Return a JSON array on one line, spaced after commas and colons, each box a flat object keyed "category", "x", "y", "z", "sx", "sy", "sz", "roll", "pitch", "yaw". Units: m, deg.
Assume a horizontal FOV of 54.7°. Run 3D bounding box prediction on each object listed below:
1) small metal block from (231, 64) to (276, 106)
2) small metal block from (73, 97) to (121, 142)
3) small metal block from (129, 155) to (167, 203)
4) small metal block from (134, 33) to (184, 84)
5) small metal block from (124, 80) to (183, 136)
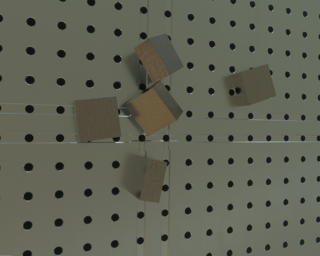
[{"category": "small metal block", "x": 0.141, "y": -0.064, "z": 0.466, "sx": 0.050, "sy": 0.025, "sz": 0.050, "roll": -19, "pitch": 97, "yaw": -19}, {"category": "small metal block", "x": -0.078, "y": -0.011, "z": 0.384, "sx": 0.050, "sy": 0.025, "sz": 0.050, "roll": -8, "pitch": 93, "yaw": -20}, {"category": "small metal block", "x": -0.016, "y": 0.063, "z": 0.394, "sx": 0.025, "sy": 0.050, "sz": 0.050, "roll": 13, "pitch": 86, "yaw": -20}, {"category": "small metal block", "x": 0.000, "y": -0.090, "z": 0.399, "sx": 0.050, "sy": 0.025, "sz": 0.050, "roll": 61, "pitch": 33, "yaw": -8}, {"category": "small metal block", "x": -0.008, "y": -0.025, "z": 0.395, "sx": 0.050, "sy": 0.050, "sz": 0.025, "roll": 53, "pitch": 36, "yaw": -13}]
